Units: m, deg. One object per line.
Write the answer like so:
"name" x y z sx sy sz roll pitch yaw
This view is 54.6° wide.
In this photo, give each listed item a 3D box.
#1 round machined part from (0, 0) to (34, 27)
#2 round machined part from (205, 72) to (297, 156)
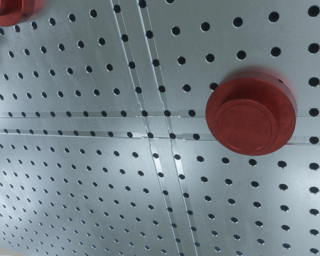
"round machined part" -0.218 -0.182 0.404 0.098 0.042 0.097 13 124 21
"round machined part" 0.097 -0.009 0.343 0.098 0.042 0.097 13 124 21
